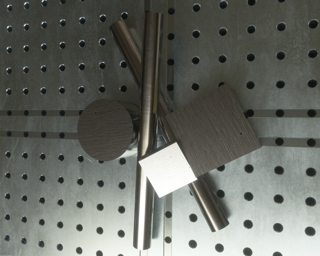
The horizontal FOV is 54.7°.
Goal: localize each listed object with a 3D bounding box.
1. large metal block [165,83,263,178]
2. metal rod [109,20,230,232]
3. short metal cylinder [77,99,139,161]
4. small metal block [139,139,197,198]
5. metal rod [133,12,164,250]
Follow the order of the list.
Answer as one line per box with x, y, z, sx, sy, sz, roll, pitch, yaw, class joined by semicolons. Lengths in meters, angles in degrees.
0.066;0.003;0.371;0.080;0.050;0.080;-29;81;17;large metal block
0.008;-0.009;0.406;0.025;0.025;0.299;-30;81;17;metal rod
-0.062;0.002;0.417;0.080;0.050;0.079;0;90;19;short metal cylinder
0.010;0.047;0.371;0.050;0.025;0.050;-28;96;9;small metal block
-0.016;0.011;0.393;0.025;0.025;0.298;7;100;20;metal rod
